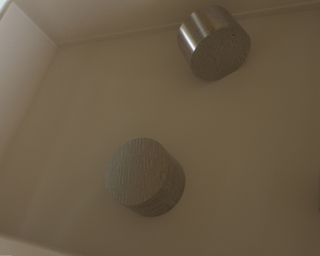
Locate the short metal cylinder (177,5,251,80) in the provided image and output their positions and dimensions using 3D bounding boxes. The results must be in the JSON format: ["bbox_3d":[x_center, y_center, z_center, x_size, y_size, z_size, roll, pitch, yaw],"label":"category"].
[{"bbox_3d":[0.069,-0.109,0.401,0.080,0.080,0.050,-29,52,10],"label":"short metal cylinder"}]

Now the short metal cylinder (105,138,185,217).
[{"bbox_3d":[-0.017,0.058,0.363,0.080,0.050,0.080,-13,56,21],"label":"short metal cylinder"}]
